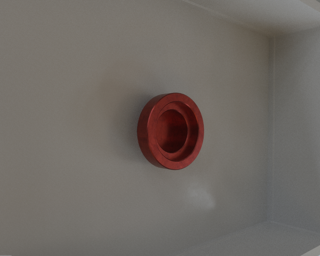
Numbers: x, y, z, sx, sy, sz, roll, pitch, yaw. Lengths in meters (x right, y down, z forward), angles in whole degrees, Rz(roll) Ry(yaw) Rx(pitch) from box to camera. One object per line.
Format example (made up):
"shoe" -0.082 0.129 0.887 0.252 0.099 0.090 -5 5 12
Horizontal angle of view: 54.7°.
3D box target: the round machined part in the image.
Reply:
"round machined part" 0.009 0.004 0.405 0.099 0.042 0.097 0 90 -40
